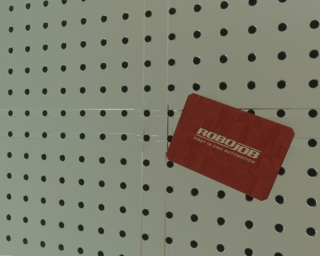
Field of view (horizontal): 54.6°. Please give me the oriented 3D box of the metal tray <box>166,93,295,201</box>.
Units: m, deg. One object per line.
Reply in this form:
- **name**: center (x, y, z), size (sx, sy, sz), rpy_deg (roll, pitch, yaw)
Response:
- **metal tray**: center (0.083, 0.020, 0.381), size (0.130, 0.030, 0.090), rpy_deg (22, 97, 18)
